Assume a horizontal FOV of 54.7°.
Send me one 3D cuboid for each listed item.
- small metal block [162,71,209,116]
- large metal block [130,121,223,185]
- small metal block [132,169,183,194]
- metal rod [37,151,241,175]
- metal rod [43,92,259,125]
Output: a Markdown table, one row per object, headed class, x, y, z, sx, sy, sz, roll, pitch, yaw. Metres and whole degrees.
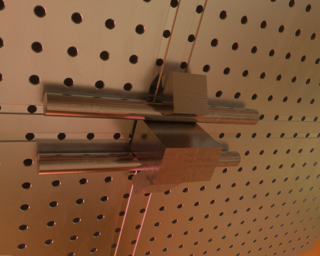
| class | x | y | z | sx | sy | sz | roll | pitch | yaw |
| --- | --- | --- | --- | --- | --- | --- | --- | --- | --- |
| small metal block | 0.031 | -0.040 | 0.384 | 0.050 | 0.025 | 0.050 | 1 | 84 | -29 |
| large metal block | 0.019 | 0.025 | 0.396 | 0.081 | 0.080 | 0.050 | 2 | 118 | -29 |
| small metal block | -0.005 | 0.073 | 0.434 | 0.050 | 0.025 | 0.050 | 2 | 155 | -30 |
| metal rod | -0.009 | 0.046 | 0.431 | 0.303 | 0.025 | 0.025 | 2 | 118 | -30 |
| metal rod | 0.011 | -0.021 | 0.399 | 0.303 | 0.025 | 0.025 | 2 | 118 | -30 |
